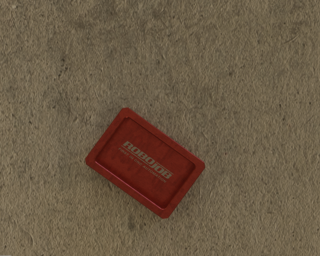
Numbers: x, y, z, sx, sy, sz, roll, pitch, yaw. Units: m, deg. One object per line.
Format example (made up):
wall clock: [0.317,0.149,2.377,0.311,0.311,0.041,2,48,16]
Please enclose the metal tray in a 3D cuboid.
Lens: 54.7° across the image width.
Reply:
metal tray: [-0.019,0.045,0.408,0.130,0.030,0.090,36,90,-1]
